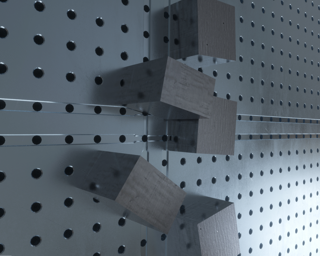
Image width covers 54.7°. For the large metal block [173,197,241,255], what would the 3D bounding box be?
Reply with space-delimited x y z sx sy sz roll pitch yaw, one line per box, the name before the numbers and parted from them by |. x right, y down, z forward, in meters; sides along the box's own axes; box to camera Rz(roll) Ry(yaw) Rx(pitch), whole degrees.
large metal block | 0.069 0.157 0.454 0.081 0.050 0.079 -15 100 -39

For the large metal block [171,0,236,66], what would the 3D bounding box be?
large metal block | 0.064 -0.137 0.449 0.081 0.050 0.079 -3 92 -40

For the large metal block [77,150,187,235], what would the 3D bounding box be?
large metal block | -0.032 0.070 0.349 0.080 0.080 0.050 43 64 -32

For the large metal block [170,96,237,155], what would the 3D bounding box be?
large metal block | 0.065 -0.003 0.450 0.081 0.050 0.080 7 86 -40

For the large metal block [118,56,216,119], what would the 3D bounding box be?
large metal block | 0.009 -0.044 0.382 0.081 0.080 0.050 16 80 -39
